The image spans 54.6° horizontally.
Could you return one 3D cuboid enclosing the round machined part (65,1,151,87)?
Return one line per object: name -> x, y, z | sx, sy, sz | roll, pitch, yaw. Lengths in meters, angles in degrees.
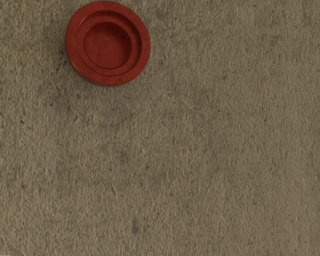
round machined part -> -0.064, -0.098, 0.376 | 0.099, 0.042, 0.097 | 0, 90, -20
